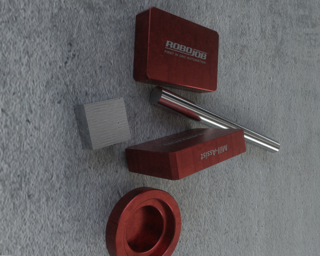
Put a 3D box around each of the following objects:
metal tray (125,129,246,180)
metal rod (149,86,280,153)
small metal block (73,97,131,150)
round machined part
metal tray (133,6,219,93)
[{"bbox_3d":[0.034,0.028,0.393,0.131,0.090,0.030,-14,100,-39],"label":"metal tray"},{"bbox_3d":[0.106,-0.004,0.496,0.302,0.025,0.025,19,78,-39],"label":"metal rod"},{"bbox_3d":[-0.065,-0.006,0.352,0.050,0.025,0.050,-17,101,-39],"label":"small metal block"},{"bbox_3d":[-0.024,0.120,0.376,0.099,0.042,0.097,0,90,-40],"label":"round machined part"},{"bbox_3d":[0.027,-0.101,0.426,0.131,0.030,0.089,4,87,-40],"label":"metal tray"}]
